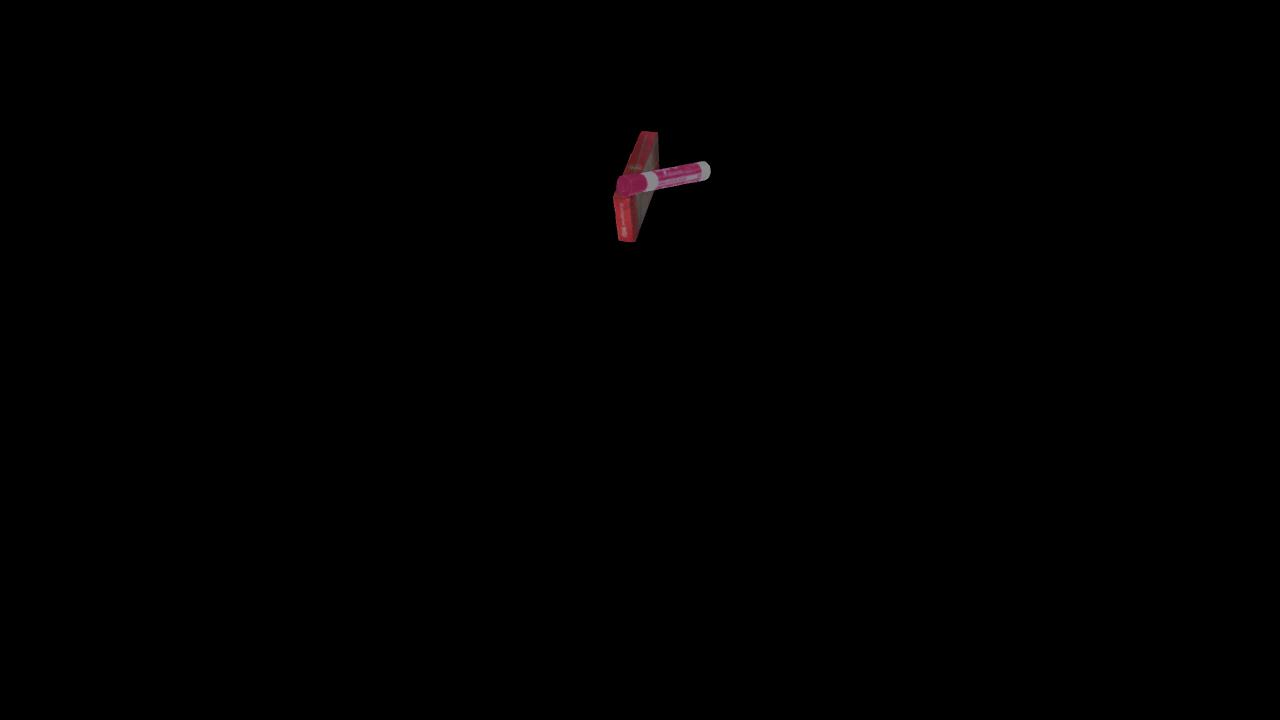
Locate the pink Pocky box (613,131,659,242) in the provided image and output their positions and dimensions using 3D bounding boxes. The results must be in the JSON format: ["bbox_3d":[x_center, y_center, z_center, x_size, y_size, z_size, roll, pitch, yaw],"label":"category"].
[{"bbox_3d":[-0.003,-0.257,0.908,0.029,0.155,0.084,10,-33,11],"label":"pink Pocky box"}]

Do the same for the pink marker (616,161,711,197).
[{"bbox_3d":[0.023,-0.171,0.579,0.020,0.020,0.121,0,19,46],"label":"pink marker"}]
